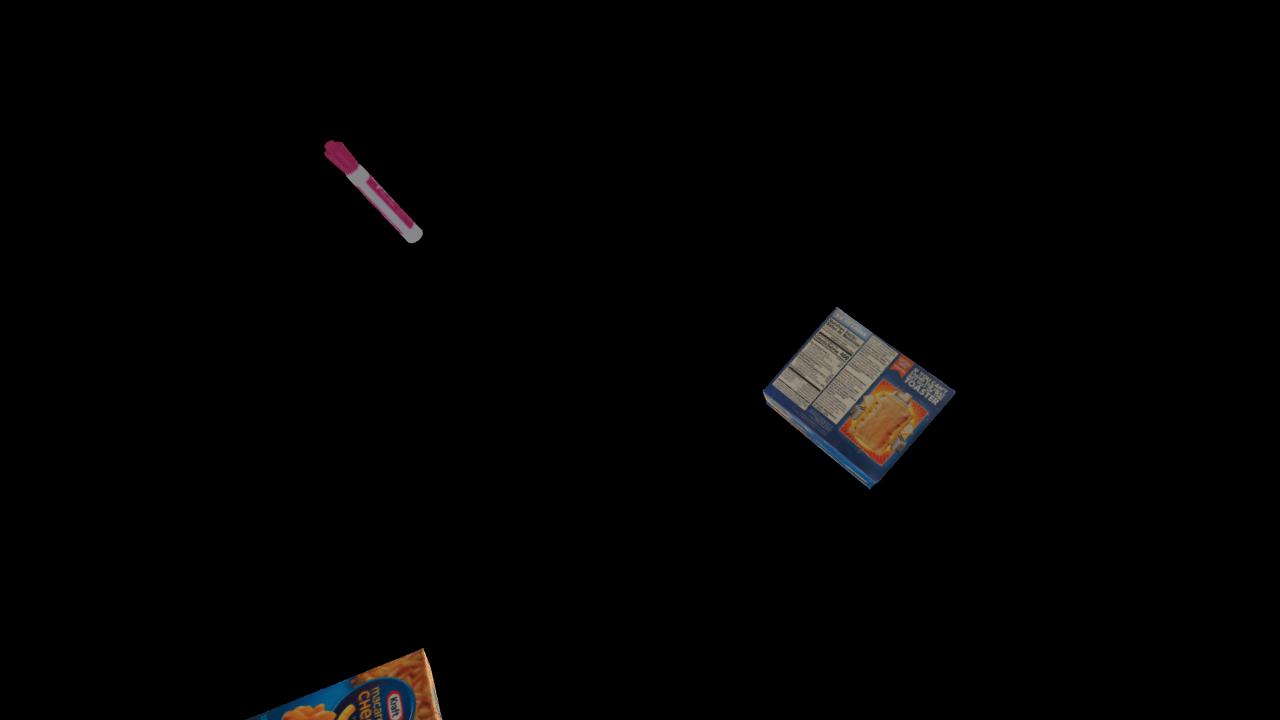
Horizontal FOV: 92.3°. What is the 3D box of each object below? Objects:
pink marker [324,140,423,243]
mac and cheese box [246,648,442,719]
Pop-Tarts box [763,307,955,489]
[{"bbox_3d":[-0.248,-0.155,0.576,0.020,0.020,0.121,0,-30,22],"label":"pink marker"},{"bbox_3d":[-0.245,0.299,0.460,0.184,0.041,0.093,-16,33,-22],"label":"mac and cheese box"},{"bbox_3d":[0.261,0.047,0.752,0.167,0.141,0.083,41,-2,20],"label":"Pop-Tarts box"}]
